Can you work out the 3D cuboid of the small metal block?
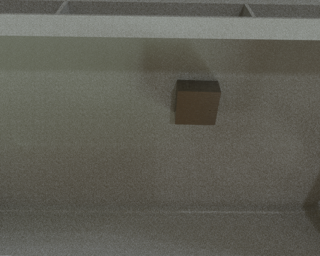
[{"bbox_3d":[0.045,-0.031,0.383,0.050,0.025,0.050,1,130,-2],"label":"small metal block"}]
